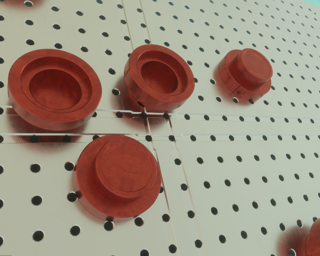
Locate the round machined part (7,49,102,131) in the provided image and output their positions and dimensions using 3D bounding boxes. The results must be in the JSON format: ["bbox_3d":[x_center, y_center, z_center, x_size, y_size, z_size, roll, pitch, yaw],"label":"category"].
[{"bbox_3d":[-0.121,-0.039,0.356,0.099,0.042,0.098,13,56,-21],"label":"round machined part"}]

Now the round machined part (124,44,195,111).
[{"bbox_3d":[-0.004,-0.066,0.435,0.099,0.042,0.098,13,56,-21],"label":"round machined part"}]

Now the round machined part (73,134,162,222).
[{"bbox_3d":[-0.043,0.050,0.344,0.099,0.042,0.098,13,56,-21],"label":"round machined part"}]

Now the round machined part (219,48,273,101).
[{"bbox_3d":[0.156,-0.100,0.541,0.099,0.042,0.098,14,56,-21],"label":"round machined part"}]

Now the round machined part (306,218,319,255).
[{"bbox_3d":[0.241,0.171,0.422,0.099,0.042,0.098,13,56,-21],"label":"round machined part"}]
